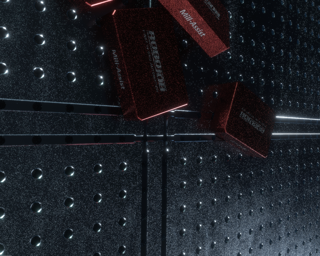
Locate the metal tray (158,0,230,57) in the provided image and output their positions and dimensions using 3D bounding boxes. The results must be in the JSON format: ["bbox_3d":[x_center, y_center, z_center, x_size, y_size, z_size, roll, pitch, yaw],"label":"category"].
[{"bbox_3d":[0.048,-0.171,0.427,0.130,0.030,0.090,37,45,-34],"label":"metal tray"}]

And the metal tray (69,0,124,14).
[{"bbox_3d":[-0.078,-0.204,0.342,0.091,0.030,0.129,-34,112,-35],"label":"metal tray"}]

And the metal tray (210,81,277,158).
[{"bbox_3d":[0.148,-0.011,0.533,0.131,0.030,0.090,29,72,-37],"label":"metal tray"}]

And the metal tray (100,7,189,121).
[{"bbox_3d":[-0.016,-0.082,0.394,0.091,0.030,0.129,-22,104,-38],"label":"metal tray"}]
